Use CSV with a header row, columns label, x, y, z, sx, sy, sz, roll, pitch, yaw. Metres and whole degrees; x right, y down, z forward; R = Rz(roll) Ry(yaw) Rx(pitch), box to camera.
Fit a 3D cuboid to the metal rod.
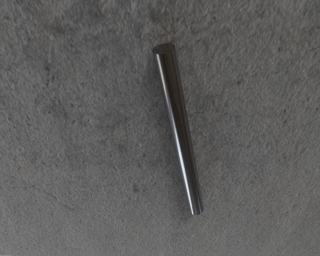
label,x,y,z,sx,sy,sz,roll,pitch,yaw
metal rod,0.033,0.026,0.429,0.025,0.025,0.298,-9,130,7
